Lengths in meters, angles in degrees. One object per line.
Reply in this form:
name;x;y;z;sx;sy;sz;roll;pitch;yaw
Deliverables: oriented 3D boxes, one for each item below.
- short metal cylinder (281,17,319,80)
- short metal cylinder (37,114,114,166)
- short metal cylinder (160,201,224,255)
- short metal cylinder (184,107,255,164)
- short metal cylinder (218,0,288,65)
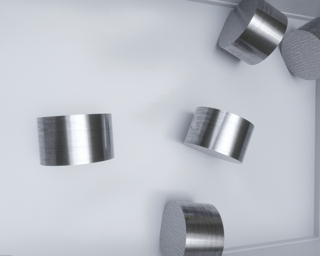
short metal cylinder;0.233;-0.119;0.467;0.050;0.080;0.080;-32;101;-17
short metal cylinder;-0.093;0.011;0.347;0.081;0.080;0.050;-4;92;-20
short metal cylinder;0.039;0.136;0.396;0.050;0.080;0.080;9;87;-20
short metal cylinder;0.078;0.010;0.410;0.080;0.080;0.050;23;83;-19
short metal cylinder;0.126;-0.134;0.427;0.050;0.080;0.080;26;82;-18
